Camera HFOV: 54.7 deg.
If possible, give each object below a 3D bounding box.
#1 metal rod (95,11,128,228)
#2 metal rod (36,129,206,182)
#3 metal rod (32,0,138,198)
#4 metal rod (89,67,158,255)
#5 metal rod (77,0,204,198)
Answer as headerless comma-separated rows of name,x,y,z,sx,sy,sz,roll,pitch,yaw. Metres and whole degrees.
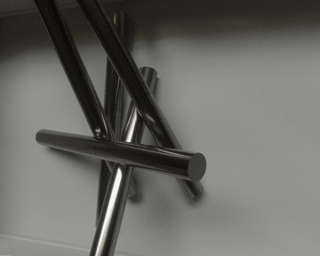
metal rod,-0.068,-0.009,0.434,0.025,0.025,0.298,5,92,20
metal rod,-0.073,0.024,0.370,0.300,0.025,0.025,5,92,45
metal rod,-0.093,-0.044,0.383,0.025,0.025,0.299,-15,108,19
metal rod,-0.045,0.059,0.360,0.025,0.025,0.299,4,66,20
metal rod,-0.026,-0.046,0.367,0.025,0.025,0.299,-25,102,18
